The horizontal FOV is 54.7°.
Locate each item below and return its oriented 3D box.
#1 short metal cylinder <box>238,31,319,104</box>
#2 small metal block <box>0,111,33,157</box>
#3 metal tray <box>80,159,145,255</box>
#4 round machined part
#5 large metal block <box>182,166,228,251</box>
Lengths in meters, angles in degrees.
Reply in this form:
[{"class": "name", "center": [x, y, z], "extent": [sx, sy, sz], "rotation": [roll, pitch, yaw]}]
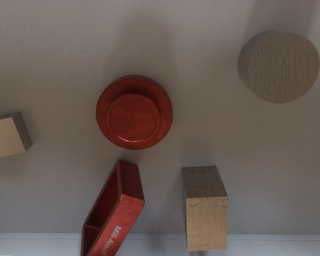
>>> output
[{"class": "short metal cylinder", "center": [0.140, -0.074, 0.373], "extent": [0.081, 0.050, 0.079], "rotation": [0, 110, -1]}, {"class": "small metal block", "center": [-0.206, 0.010, 0.412], "extent": [0.050, 0.025, 0.050], "rotation": [-11, 110, 3]}, {"class": "metal tray", "center": [-0.067, 0.118, 0.417], "extent": [0.030, 0.090, 0.129], "rotation": [23, 109, -20]}, {"class": "round machined part", "center": [-0.033, -0.016, 0.396], "extent": [0.099, 0.042, 0.097], "rotation": [0, 110, -1]}, {"class": "large metal block", "center": [0.058, 0.106, 0.422], "extent": [0.050, 0.080, 0.079], "rotation": [-3, 110, 1]}]
